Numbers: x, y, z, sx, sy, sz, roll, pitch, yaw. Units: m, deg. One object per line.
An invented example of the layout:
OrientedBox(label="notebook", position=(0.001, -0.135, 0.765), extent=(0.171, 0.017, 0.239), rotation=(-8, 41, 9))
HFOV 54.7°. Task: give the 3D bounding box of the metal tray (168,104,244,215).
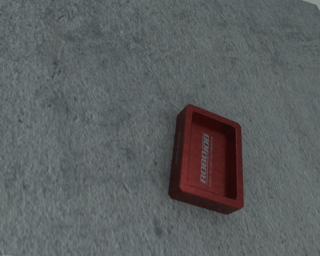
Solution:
OrientedBox(label="metal tray", position=(0.064, 0.039, 0.412), extent=(0.091, 0.030, 0.130), rotation=(20, 54, -17))
